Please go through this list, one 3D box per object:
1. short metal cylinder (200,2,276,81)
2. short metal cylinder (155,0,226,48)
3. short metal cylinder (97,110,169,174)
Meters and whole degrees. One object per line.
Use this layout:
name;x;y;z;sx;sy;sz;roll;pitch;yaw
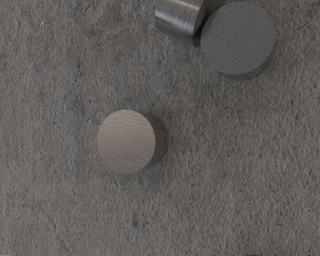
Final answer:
short metal cylinder;0.092;-0.099;0.363;0.080;0.050;0.080;0;90;20
short metal cylinder;0.037;-0.143;0.366;0.050;0.080;0.080;29;100;17
short metal cylinder;-0.035;0.017;0.408;0.080;0.050;0.080;0;90;20
